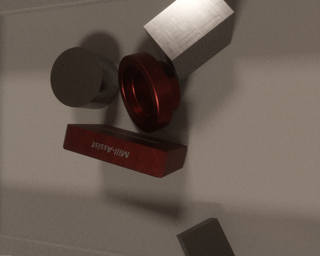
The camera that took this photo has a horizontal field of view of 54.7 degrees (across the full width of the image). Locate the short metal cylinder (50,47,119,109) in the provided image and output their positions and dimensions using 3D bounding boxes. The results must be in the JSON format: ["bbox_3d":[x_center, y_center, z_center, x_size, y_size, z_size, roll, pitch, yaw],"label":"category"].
[{"bbox_3d":[-0.103,-0.067,0.432,0.080,0.050,0.079,0,90,19],"label":"short metal cylinder"}]

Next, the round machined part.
[{"bbox_3d":[-0.011,-0.046,0.386,0.098,0.042,0.097,41,142,43],"label":"round machined part"}]

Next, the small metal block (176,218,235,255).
[{"bbox_3d":[0.055,0.144,0.378,0.050,0.025,0.050,-23,81,-16],"label":"small metal block"}]

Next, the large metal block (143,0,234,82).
[{"bbox_3d":[0.036,-0.107,0.360,0.080,0.080,0.050,-38,78,3],"label":"large metal block"}]

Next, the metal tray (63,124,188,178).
[{"bbox_3d":[-0.041,0.024,0.389,0.130,0.090,0.030,14,95,19],"label":"metal tray"}]
